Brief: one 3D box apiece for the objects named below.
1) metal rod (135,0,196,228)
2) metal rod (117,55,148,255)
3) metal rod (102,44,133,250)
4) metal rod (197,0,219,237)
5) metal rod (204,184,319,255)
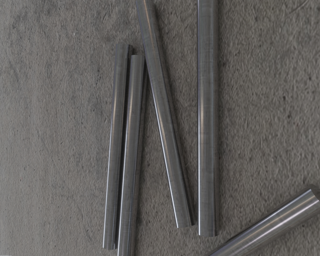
[{"bbox_3d":[0.005,-0.026,0.400,0.025,0.025,0.298,-17,79,39],"label":"metal rod"},{"bbox_3d":[-0.039,0.050,0.437,0.025,0.025,0.298,7,95,40],"label":"metal rod"},{"bbox_3d":[-0.063,0.029,0.456,0.025,0.025,0.298,7,95,40],"label":"metal rod"},{"bbox_3d":[0.055,-0.027,0.359,0.025,0.025,0.298,0,90,40],"label":"metal rod"},{"bbox_3d":[0.058,0.158,0.356,0.299,0.025,0.025,-48,62,29],"label":"metal rod"}]
